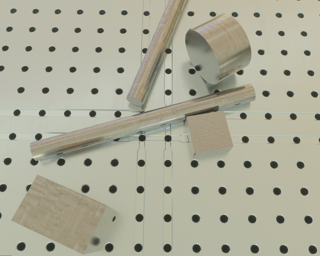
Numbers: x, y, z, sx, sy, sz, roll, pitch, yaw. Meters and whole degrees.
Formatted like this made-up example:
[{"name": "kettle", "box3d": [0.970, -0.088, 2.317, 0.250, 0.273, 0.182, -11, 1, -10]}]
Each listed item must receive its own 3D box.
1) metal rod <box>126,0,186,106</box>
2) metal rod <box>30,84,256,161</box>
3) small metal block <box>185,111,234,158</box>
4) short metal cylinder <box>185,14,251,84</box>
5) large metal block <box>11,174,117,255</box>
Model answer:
[{"name": "metal rod", "box3d": [0.016, -0.169, 0.473, 0.025, 0.025, 0.300, 19, 71, 6]}, {"name": "metal rod", "box3d": [-0.017, -0.010, 0.414, 0.302, 0.025, 0.025, -15, 71, -6]}, {"name": "small metal block", "box3d": [0.064, 0.008, 0.410, 0.050, 0.025, 0.050, -9, 70, -4]}, {"name": "short metal cylinder", "box3d": [0.078, -0.107, 0.423, 0.050, 0.080, 0.080, -30, 73, -11]}, {"name": "large metal block", "box3d": [-0.100, 0.098, 0.346, 0.080, 0.080, 0.050, 22, 72, 7]}]
